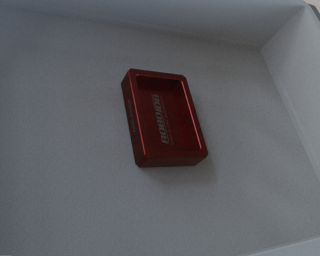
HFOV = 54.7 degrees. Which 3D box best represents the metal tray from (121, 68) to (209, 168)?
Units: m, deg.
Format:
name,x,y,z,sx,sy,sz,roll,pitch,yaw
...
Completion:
name,x,y,z,sx,sy,sz,roll,pitch,yaw
metal tray,0.004,-0.014,0.411,0.091,0.030,0.130,2,61,-28
